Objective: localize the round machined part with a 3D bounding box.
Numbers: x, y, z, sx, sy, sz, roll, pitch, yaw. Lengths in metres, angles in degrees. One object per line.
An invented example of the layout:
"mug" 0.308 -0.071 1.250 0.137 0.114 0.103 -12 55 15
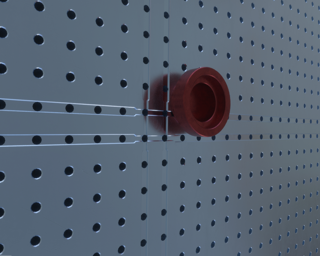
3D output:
"round machined part" 0.054 -0.036 0.446 0.099 0.042 0.097 0 90 -40
